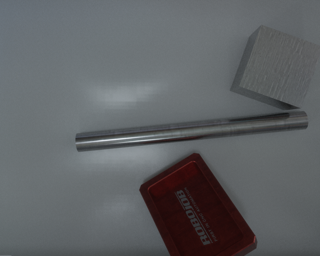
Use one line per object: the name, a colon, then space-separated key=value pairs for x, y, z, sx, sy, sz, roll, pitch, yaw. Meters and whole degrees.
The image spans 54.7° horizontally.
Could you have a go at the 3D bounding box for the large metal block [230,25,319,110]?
large metal block: x=0.147 y=-0.075 z=0.401 sx=0.080 sy=0.050 sz=0.080 roll=20 pitch=90 yaw=-1

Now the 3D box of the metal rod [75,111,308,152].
metal rod: x=0.042 y=0.004 z=0.411 sx=0.302 sy=0.025 sz=0.025 roll=-6 pitch=90 yaw=-1

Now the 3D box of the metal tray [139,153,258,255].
metal tray: x=0.041 y=0.104 z=0.372 sx=0.090 sy=0.030 sz=0.130 roll=-31 pitch=52 yaw=-1
